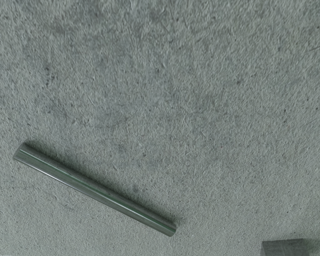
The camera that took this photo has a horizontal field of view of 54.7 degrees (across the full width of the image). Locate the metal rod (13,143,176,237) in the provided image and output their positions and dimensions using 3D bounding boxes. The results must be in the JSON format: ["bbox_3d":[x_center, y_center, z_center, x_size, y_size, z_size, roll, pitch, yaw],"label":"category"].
[{"bbox_3d":[-0.088,0.109,0.498,0.301,0.025,0.025,35,122,-27],"label":"metal rod"}]

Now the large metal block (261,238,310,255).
[{"bbox_3d":[0.250,0.270,0.625,0.080,0.050,0.080,-7,130,5],"label":"large metal block"}]
